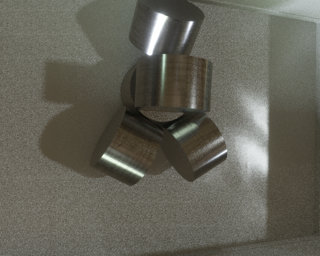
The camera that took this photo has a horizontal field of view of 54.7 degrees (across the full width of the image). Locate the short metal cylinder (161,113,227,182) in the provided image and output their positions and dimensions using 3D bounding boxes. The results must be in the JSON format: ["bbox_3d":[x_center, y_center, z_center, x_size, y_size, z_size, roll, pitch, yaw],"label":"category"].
[{"bbox_3d":[0.039,0.021,0.394,0.050,0.080,0.080,-30,100,-17],"label":"short metal cylinder"}]

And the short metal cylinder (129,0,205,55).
[{"bbox_3d":[0.007,-0.124,0.375,0.081,0.080,0.050,4,131,-20],"label":"short metal cylinder"}]

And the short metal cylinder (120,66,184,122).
[{"bbox_3d":[-0.005,-0.047,0.392,0.081,0.050,0.080,0,90,-20],"label":"short metal cylinder"}]

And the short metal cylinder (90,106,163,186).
[{"bbox_3d":[-0.040,0.021,0.365,0.050,0.080,0.080,31,80,-17],"label":"short metal cylinder"}]

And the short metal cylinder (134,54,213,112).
[{"bbox_3d":[0.014,-0.044,0.331,0.081,0.080,0.050,3,89,-20],"label":"short metal cylinder"}]
